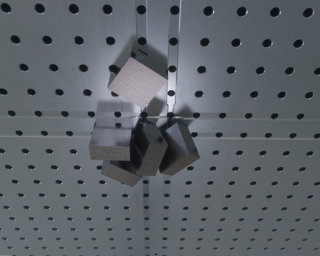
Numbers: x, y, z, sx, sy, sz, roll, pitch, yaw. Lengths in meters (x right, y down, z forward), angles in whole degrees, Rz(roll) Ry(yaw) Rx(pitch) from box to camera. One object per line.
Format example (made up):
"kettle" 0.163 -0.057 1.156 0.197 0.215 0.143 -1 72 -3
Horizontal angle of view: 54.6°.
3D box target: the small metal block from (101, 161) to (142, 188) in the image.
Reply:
"small metal block" -0.052 0.048 0.436 0.050 0.050 0.025 28 125 -22

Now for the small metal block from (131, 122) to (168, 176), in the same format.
"small metal block" -0.017 0.028 0.409 0.025 0.050 0.050 8 118 -26

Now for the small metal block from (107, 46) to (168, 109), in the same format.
"small metal block" -0.026 -0.058 0.362 0.050 0.025 0.050 29 124 -23

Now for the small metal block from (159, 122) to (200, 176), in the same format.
"small metal block" 0.019 0.029 0.416 0.050 0.050 0.025 -37 144 26

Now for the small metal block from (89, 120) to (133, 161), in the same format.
"small metal block" -0.063 0.016 0.408 0.050 0.050 0.025 2 130 -1
